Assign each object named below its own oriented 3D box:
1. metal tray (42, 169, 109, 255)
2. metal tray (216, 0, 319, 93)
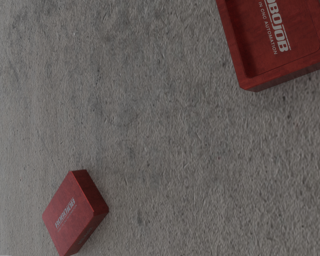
[{"bbox_3d":[-0.147,0.144,0.523,0.090,0.030,0.129,51,120,27],"label":"metal tray"},{"bbox_3d":[0.111,-0.111,0.309,0.090,0.030,0.129,-21,77,38],"label":"metal tray"}]
